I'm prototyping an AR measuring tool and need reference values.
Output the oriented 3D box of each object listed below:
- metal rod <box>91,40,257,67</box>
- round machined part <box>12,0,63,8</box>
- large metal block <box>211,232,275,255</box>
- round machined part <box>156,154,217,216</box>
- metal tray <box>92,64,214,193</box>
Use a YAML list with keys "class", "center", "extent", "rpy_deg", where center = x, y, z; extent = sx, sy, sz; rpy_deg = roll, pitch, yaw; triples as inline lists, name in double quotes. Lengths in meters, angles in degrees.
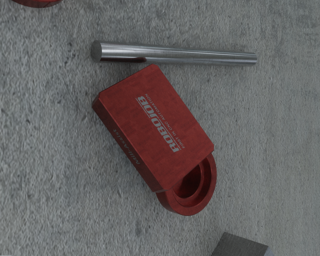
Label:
- class: "metal rod"
  center: [0.044, -0.102, 0.443]
  extent: [0.302, 0.025, 0.025]
  rpy_deg: [-8, 96, -40]
- class: "round machined part"
  center: [-0.119, -0.170, 0.294]
  extent: [0.099, 0.042, 0.097]
  rpy_deg: [0, 90, -40]
- class: "large metal block"
  center: [0.123, 0.218, 0.476]
  extent: [0.080, 0.080, 0.050]
  rpy_deg: [-50, 120, -29]
- class: "round machined part"
  center: [0.029, 0.066, 0.421]
  extent: [0.099, 0.042, 0.097]
  rpy_deg: [0, 90, -40]
- class: "metal tray"
  center: [-0.006, -0.001, 0.367]
  extent: [0.091, 0.030, 0.130]
  rpy_deg: [-36, 91, -32]
